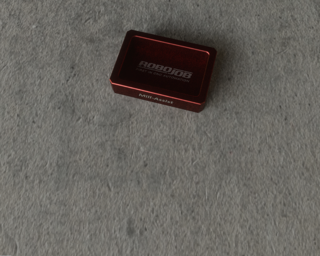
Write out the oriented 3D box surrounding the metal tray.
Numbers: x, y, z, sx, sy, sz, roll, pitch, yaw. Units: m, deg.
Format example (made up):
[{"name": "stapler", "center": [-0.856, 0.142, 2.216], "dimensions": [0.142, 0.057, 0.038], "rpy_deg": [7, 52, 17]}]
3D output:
[{"name": "metal tray", "center": [0.006, -0.081, 0.434], "dimensions": [0.131, 0.030, 0.090], "rpy_deg": [14, 71, 5]}]
